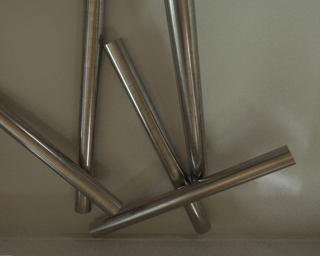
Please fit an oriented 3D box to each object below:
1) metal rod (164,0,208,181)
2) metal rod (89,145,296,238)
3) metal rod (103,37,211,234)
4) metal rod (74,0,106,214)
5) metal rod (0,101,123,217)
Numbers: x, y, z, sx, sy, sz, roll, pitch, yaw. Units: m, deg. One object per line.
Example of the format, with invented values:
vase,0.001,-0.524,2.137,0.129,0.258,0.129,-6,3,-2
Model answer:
metal rod,0.034,-0.025,0.338,0.025,0.025,0.298,-10,135,3
metal rod,0.029,0.093,0.418,0.300,0.025,0.025,-26,109,19
metal rod,0.004,0.024,0.420,0.025,0.025,0.299,-23,109,8
metal rod,-0.093,-0.020,0.402,0.025,0.025,0.298,7,110,-3
metal rod,-0.169,0.011,0.395,0.300,0.025,0.025,41,105,-8
